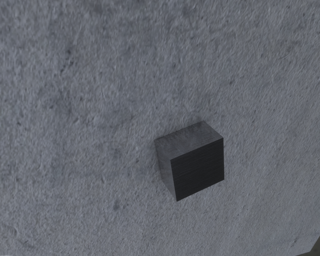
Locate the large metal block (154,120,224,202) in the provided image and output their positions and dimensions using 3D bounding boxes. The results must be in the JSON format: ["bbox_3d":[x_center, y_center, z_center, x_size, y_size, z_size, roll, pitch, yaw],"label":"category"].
[{"bbox_3d":[0.044,0.047,0.445,0.081,0.050,0.079,-21,127,-16],"label":"large metal block"}]
